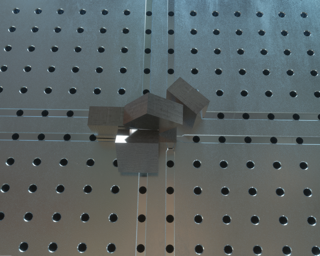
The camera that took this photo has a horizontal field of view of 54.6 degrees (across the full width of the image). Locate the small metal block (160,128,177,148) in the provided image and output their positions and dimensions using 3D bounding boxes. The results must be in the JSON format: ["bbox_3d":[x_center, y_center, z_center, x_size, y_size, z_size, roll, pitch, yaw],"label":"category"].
[{"bbox_3d":[-0.004,-0.001,0.412,0.050,0.025,0.050,2,70,0],"label":"small metal block"}]

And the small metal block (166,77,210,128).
[{"bbox_3d":[0.035,-0.032,0.411,0.050,0.050,0.025,41,75,13],"label":"small metal block"}]

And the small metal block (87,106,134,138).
[{"bbox_3d":[-0.062,-0.006,0.400,0.050,0.050,0.025,1,71,1],"label":"small metal block"}]

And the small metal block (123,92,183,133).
[{"bbox_3d":[-0.008,-0.015,0.367,0.050,0.050,0.025,16,66,-34],"label":"small metal block"}]

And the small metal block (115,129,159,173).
[{"bbox_3d":[-0.027,0.029,0.385,0.050,0.050,0.025,1,38,0],"label":"small metal block"}]
